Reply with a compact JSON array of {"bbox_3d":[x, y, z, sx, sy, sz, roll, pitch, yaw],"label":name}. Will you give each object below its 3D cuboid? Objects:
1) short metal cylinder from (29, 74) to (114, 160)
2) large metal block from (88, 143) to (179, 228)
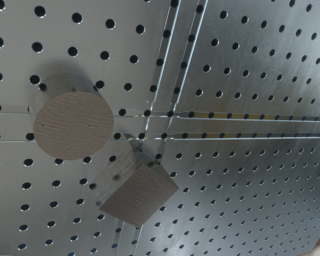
[{"bbox_3d":[-0.096,-0.012,0.335,0.081,0.050,0.079,-14,124,-21],"label":"short metal cylinder"},{"bbox_3d":[-0.035,0.080,0.425,0.080,0.050,0.080,-46,129,4],"label":"large metal block"}]
